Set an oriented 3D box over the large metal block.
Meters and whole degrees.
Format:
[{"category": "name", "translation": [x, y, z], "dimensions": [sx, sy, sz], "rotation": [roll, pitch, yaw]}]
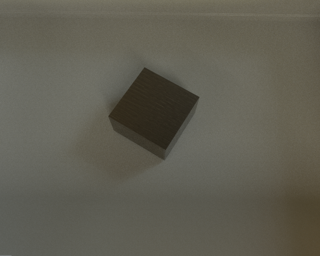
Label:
[{"category": "large metal block", "translation": [-0.007, -0.017, 0.399], "dimensions": [0.080, 0.050, 0.080], "rotation": [30, 72, 10]}]
